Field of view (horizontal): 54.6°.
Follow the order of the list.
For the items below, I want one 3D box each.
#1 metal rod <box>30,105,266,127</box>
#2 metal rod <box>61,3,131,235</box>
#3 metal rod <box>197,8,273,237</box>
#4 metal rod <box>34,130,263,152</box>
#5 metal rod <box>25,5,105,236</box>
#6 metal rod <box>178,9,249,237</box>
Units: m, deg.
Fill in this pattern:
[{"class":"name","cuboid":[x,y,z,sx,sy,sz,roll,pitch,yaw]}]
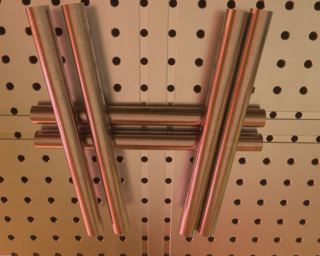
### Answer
[{"class":"metal rod","cuboid":[-0.014,-0.015,0.408,0.302,0.025,0.025,1,110,-1]},{"class":"metal rod","cuboid":[-0.075,0.004,0.388,0.025,0.025,0.298,-8,110,3]},{"class":"metal rod","cuboid":[0.088,0.009,0.391,0.025,0.025,0.298,9,110,-3]},{"class":"metal rod","cuboid":[-0.014,0.017,0.420,0.302,0.025,0.025,1,110,-1]},{"class":"metal rod","cuboid":[-0.113,0.007,0.389,0.025,0.025,0.298,-8,110,3]},{"class":"metal rod","cuboid":[0.062,0.009,0.391,0.025,0.025,0.298,9,110,-3]}]
